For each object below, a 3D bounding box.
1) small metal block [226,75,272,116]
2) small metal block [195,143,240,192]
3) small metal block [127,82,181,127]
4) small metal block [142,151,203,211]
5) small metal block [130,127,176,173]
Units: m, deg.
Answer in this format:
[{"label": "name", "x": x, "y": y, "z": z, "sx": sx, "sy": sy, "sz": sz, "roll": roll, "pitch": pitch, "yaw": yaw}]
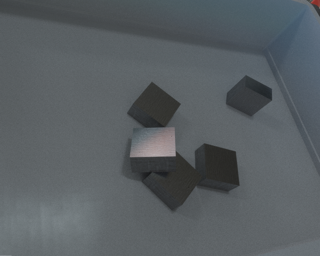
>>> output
[{"label": "small metal block", "x": 0.142, "y": -0.051, "z": 0.497, "sx": 0.050, "sy": 0.050, "sz": 0.025, "roll": 24, "pitch": 53, "yaw": -14}, {"label": "small metal block", "x": 0.075, "y": 0.053, "z": 0.414, "sx": 0.050, "sy": 0.025, "sz": 0.050, "roll": 15, "pitch": 56, "yaw": -20}, {"label": "small metal block", "x": -0.007, "y": -0.026, "z": 0.417, "sx": 0.050, "sy": 0.025, "sz": 0.050, "roll": 37, "pitch": 51, "yaw": -3}, {"label": "small metal block", "x": 0.016, "y": 0.062, "z": 0.376, "sx": 0.050, "sy": 0.025, "sz": 0.050, "roll": 44, "pitch": 51, "yaw": 2}, {"label": "small metal block", "x": -0.007, "y": 0.025, "z": 0.365, "sx": 0.050, "sy": 0.025, "sz": 0.050, "roll": -1, "pitch": 40, "yaw": 2}]
